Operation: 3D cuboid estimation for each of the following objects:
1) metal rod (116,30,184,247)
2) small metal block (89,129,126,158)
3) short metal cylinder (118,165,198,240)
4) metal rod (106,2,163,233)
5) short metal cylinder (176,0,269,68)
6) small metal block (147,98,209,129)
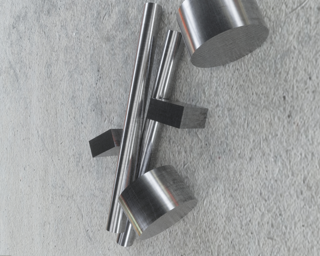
[{"bbox_3d":[-0.015,0.022,0.417,0.025,0.025,0.298,23,105,37],"label":"metal rod"},{"bbox_3d":[-0.064,0.021,0.441,0.050,0.050,0.025,-26,74,37],"label":"small metal block"},{"bbox_3d":[-0.002,0.089,0.371,0.080,0.081,0.050,-51,60,28],"label":"short metal cylinder"},{"bbox_3d":[-0.033,-0.015,0.408,0.025,0.025,0.298,8,87,39],"label":"metal rod"},{"bbox_3d":[0.063,-0.103,0.317,0.080,0.081,0.050,-26,74,37],"label":"short metal cylinder"},{"bbox_3d":[0.021,-0.017,0.371,0.050,0.050,0.025,18,102,38],"label":"small metal block"}]
